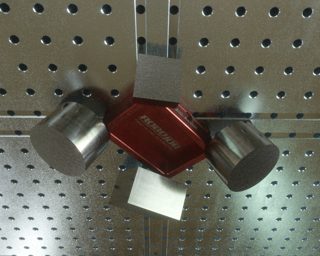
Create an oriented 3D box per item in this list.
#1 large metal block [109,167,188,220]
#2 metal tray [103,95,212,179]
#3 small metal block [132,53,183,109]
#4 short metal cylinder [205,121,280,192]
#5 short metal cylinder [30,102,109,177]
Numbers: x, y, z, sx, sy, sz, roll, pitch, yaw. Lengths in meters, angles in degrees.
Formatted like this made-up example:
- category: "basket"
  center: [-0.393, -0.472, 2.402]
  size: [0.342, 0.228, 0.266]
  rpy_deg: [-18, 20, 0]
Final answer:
- category: "large metal block"
  center: [-0.019, 0.099, 0.456]
  size: [0.080, 0.050, 0.080]
  rpy_deg: [24, 157, -20]
- category: "metal tray"
  center: [-0.001, 0.010, 0.415]
  size: [0.090, 0.030, 0.130]
  rpy_deg: [-34, 123, 25]
- category: "small metal block"
  center: [-0.003, -0.052, 0.347]
  size: [0.050, 0.050, 0.025]
  rpy_deg: [7, 168, -6]
- category: "short metal cylinder"
  center: [0.108, 0.038, 0.408]
  size: [0.081, 0.050, 0.079]
  rpy_deg: [-18, 134, -20]
- category: "short metal cylinder"
  center: [-0.112, 0.014, 0.386]
  size: [0.080, 0.050, 0.079]
  rpy_deg: [17, 134, 19]
